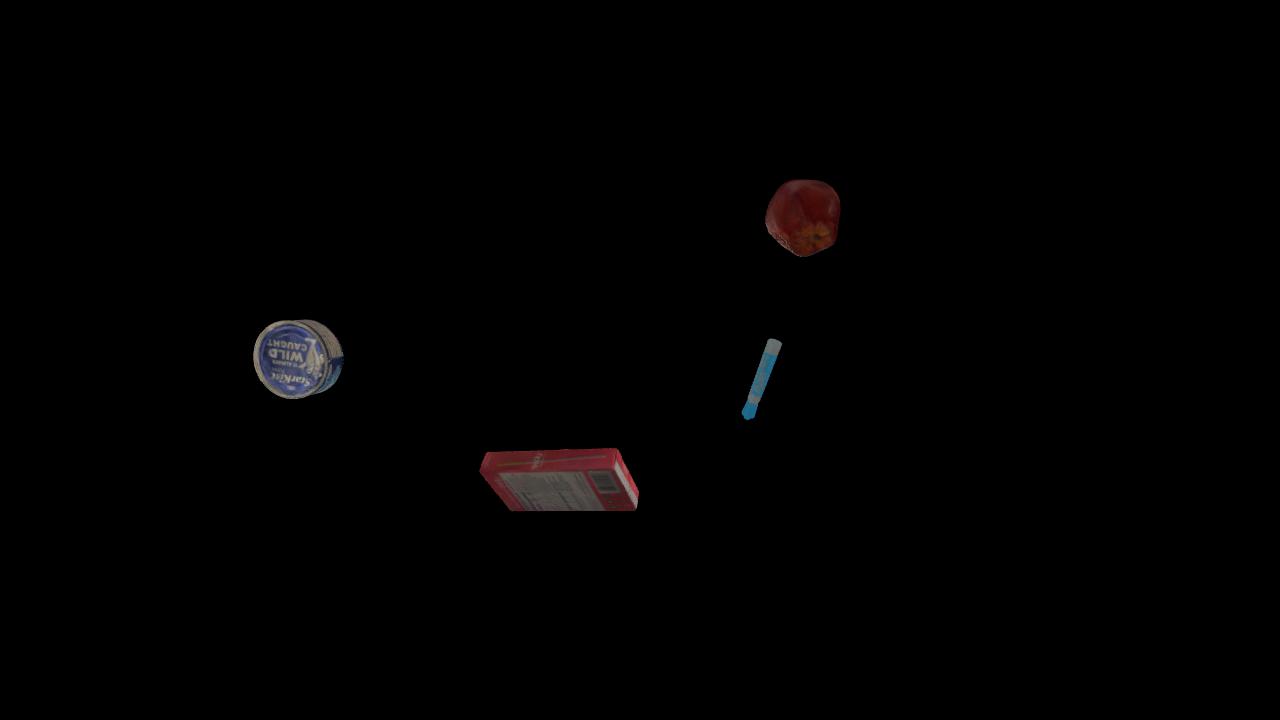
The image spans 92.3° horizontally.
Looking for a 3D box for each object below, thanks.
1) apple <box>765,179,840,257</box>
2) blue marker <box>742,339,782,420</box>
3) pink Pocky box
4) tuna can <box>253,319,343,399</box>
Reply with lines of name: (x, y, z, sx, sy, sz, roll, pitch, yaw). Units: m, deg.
apple: (0.176, -0.152, 0.656, 0.079, 0.079, 0.093, 0, 36, -1)
blue marker: (0.161, 0.028, 0.819, 0.020, 0.121, 0.020, 12, 27, -6)
pink Pocky box: (-0.085, 0.130, 0.662, 0.155, 0.029, 0.084, -5, -45, 17)
tuna can: (-0.366, -0.002, 0.661, 0.084, 0.084, 0.034, 0, 6, 7)
